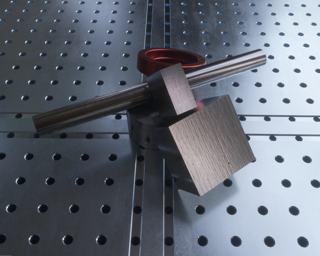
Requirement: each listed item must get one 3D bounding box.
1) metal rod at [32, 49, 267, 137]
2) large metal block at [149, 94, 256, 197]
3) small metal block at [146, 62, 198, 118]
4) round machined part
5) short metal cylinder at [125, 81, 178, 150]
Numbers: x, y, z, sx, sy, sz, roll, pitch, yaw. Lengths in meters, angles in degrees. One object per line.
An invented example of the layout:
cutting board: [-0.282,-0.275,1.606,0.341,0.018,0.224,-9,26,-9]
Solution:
metal rod: [0.001,-0.049,0.383,0.302,0.025,0.025,-19,53,-16]
large metal block: [0.048,0.017,0.348,0.081,0.050,0.080,-29,100,-22]
small metal block: [0.012,-0.040,0.346,0.025,0.050,0.050,-23,96,-19]
round machined part: [0.015,-0.084,0.452,0.099,0.042,0.098,5,28,-2]
short metal cylinder: [-0.003,-0.018,0.406,0.081,0.050,0.080,0,50,0]
